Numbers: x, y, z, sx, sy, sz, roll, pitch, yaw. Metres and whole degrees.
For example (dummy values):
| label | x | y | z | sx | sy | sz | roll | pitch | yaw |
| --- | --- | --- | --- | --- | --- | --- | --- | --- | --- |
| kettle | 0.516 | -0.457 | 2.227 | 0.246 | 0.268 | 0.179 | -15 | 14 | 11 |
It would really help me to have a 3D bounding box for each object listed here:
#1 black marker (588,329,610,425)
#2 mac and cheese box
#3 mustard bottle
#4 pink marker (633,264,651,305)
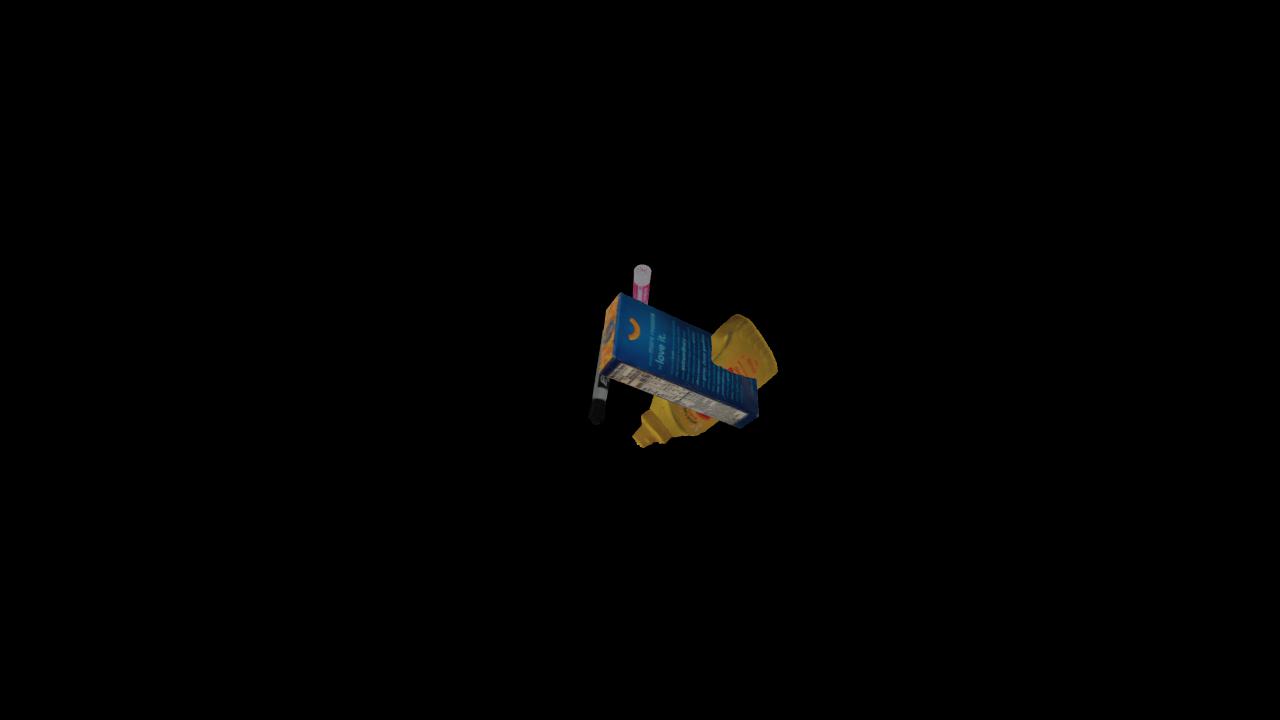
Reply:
| label | x | y | z | sx | sy | sz | roll | pitch | yaw |
| --- | --- | --- | --- | --- | --- | --- | --- | --- | --- |
| black marker | -0.044 | 0.019 | 0.725 | 0.020 | 0.121 | 0.020 | 6 | -26 | 3 |
| mac and cheese box | 0.046 | 0.003 | 0.675 | 0.184 | 0.093 | 0.041 | 23 | -41 | -21 |
| mustard bottle | 0.067 | 0.036 | 0.701 | 0.184 | 0.092 | 0.054 | -39 | 37 | -6 |
| pink marker | 0.000 | -0.060 | 0.703 | 0.020 | 0.020 | 0.121 | 0 | -37 | -3 |
